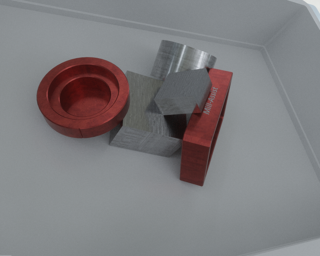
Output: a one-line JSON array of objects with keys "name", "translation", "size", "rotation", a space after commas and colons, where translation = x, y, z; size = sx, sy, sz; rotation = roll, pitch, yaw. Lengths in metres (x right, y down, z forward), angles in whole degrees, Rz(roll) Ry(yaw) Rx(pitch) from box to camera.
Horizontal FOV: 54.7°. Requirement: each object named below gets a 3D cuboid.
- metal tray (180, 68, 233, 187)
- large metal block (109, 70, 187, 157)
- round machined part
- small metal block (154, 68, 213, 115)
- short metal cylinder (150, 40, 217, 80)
[{"name": "metal tray", "translation": [0.060, -0.003, 0.396], "size": [0.030, 0.089, 0.130], "rotation": [15, 50, 13]}, {"name": "large metal block", "translation": [-0.014, -0.016, 0.391], "size": [0.081, 0.050, 0.080], "rotation": [14, 56, -21]}, {"name": "round machined part", "translation": [-0.083, -0.030, 0.352], "size": [0.099, 0.042, 0.098], "rotation": [1, 59, -2]}, {"name": "small metal block", "translation": [0.028, -0.042, 0.364], "size": [0.025, 0.050, 0.050], "rotation": [61, 41, -36]}, {"name": "short metal cylinder", "translation": [0.032, -0.085, 0.431], "size": [0.081, 0.080, 0.050], "rotation": [15, 100, -20]}]
